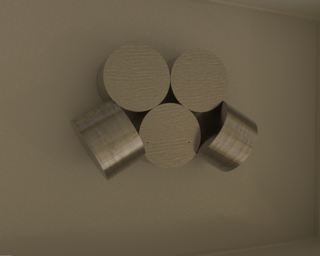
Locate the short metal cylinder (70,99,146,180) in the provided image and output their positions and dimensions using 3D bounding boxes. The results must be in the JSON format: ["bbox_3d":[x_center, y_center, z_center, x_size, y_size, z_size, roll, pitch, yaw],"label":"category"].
[{"bbox_3d":[-0.060,0.013,0.358,0.050,0.080,0.080,-32,101,-17],"label":"short metal cylinder"}]

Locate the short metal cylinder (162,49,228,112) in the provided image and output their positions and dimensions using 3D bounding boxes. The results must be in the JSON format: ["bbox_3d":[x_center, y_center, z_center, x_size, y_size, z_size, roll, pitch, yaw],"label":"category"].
[{"bbox_3d":[0.042,-0.060,0.411,0.081,0.050,0.080,0,90,-20],"label":"short metal cylinder"}]

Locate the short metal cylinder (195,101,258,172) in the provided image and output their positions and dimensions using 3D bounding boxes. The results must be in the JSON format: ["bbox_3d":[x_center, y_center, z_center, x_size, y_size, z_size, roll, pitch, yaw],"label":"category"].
[{"bbox_3d":[0.081,0.011,0.409,0.050,0.080,0.080,31,80,-17],"label":"short metal cylinder"}]

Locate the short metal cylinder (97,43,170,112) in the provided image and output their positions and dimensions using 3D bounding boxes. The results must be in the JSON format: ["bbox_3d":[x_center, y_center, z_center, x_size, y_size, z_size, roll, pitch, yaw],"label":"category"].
[{"bbox_3d":[-0.034,-0.059,0.383,0.081,0.050,0.080,0,90,-20],"label":"short metal cylinder"}]

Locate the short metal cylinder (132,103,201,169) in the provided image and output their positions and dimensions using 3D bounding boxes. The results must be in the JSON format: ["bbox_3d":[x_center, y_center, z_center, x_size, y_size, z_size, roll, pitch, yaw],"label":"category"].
[{"bbox_3d":[0.005,0.009,0.397,0.081,0.050,0.080,0,90,-20],"label":"short metal cylinder"}]
